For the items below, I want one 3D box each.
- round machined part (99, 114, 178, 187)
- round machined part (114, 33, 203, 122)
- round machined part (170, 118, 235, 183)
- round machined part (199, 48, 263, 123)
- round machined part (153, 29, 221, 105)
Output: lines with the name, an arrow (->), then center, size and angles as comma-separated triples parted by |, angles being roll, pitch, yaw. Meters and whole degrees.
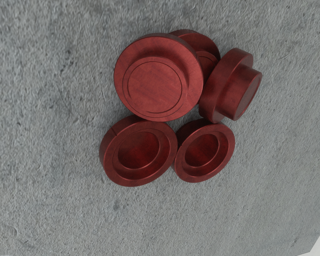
round machined part -> -0.030, 0.024, 0.397 | 0.099, 0.042, 0.097 | -14, 125, -21
round machined part -> -0.003, -0.050, 0.336 | 0.099, 0.042, 0.097 | 3, 117, 7
round machined part -> 0.055, 0.027, 0.446 | 0.099, 0.042, 0.097 | -14, 125, -21
round machined part -> 0.094, -0.048, 0.393 | 0.098, 0.042, 0.097 | -46, 155, -28
round machined part -> 0.034, -0.066, 0.376 | 0.099, 0.042, 0.097 | -14, 125, -21
